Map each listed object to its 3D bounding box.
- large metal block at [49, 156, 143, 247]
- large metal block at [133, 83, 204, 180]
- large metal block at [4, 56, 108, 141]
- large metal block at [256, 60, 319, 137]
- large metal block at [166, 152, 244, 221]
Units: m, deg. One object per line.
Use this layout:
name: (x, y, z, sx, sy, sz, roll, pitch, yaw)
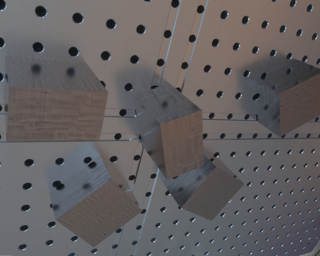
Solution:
large metal block: (-0.083, 0.098, 0.409, 0.080, 0.050, 0.080, -36, 129, -4)
large metal block: (0.010, 0.002, 0.382, 0.050, 0.080, 0.080, -19, 126, -17)
large metal block: (-0.104, -0.029, 0.300, 0.081, 0.080, 0.050, 0, 118, -29)
large metal block: (0.197, -0.045, 0.474, 0.080, 0.050, 0.080, -26, 128, -12)
large metal block: (0.071, 0.090, 0.489, 0.080, 0.050, 0.080, 32, 100, -38)
